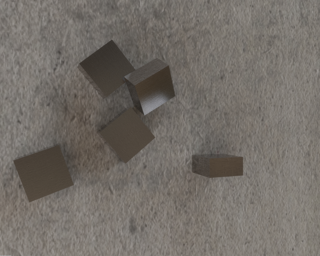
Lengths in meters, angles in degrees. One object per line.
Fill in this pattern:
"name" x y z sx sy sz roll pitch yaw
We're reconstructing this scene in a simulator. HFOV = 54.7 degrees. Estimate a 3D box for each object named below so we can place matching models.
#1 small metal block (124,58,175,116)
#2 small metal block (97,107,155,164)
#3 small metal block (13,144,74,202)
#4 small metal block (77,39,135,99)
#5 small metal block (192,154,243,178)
"small metal block" -0.012 -0.052 0.392 0.050 0.025 0.050 -34 138 -17
"small metal block" -0.043 0.009 0.394 0.050 0.025 0.050 -41 104 -16
"small metal block" -0.134 0.051 0.360 0.050 0.025 0.050 -20 97 -19
"small metal block" -0.065 -0.072 0.385 0.050 0.025 0.050 -42 104 -16
"small metal block" 0.078 0.051 0.426 0.050 0.050 0.025 0 91 -20
